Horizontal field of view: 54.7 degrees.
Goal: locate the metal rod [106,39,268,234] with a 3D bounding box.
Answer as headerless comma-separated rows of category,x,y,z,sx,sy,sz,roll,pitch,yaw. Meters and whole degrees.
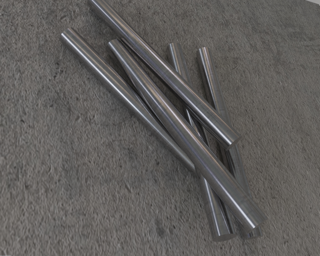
metal rod,0.015,-0.010,0.371,0.025,0.025,0.300,-16,56,-34

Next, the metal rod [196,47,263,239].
metal rod,0.094,0.004,0.451,0.025,0.025,0.299,5,59,-26

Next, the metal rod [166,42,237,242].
metal rod,0.044,-0.007,0.405,0.025,0.025,0.299,8,50,-24

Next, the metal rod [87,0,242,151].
metal rod,-0.006,-0.087,0.417,0.025,0.025,0.300,-26,65,-37

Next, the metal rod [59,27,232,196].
metal rod,-0.018,-0.018,0.404,0.300,0.025,0.025,45,51,3
